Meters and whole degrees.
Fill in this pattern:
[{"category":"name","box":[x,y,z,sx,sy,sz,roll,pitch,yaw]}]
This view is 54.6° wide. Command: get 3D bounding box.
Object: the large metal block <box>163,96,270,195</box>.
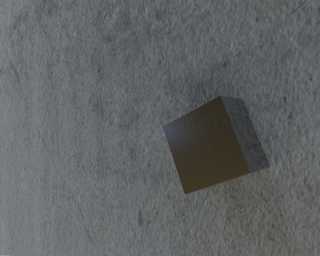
[{"category":"large metal block","box":[0.060,0.020,0.340,0.080,0.050,0.080,-28,72,36]}]
